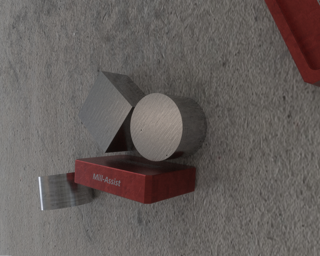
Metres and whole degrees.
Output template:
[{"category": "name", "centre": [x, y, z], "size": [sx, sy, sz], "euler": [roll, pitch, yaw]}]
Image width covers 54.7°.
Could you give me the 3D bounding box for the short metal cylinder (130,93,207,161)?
[{"category": "short metal cylinder", "centre": [0.010, -0.001, 0.381], "size": [0.080, 0.050, 0.079], "euler": [0, 90, 40]}]

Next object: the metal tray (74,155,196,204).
[{"category": "metal tray", "centre": [-0.033, 0.059, 0.389], "size": [0.130, 0.091, 0.030], "euler": [5, 93, 40]}]

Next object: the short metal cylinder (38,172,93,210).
[{"category": "short metal cylinder", "centre": [-0.150, 0.097, 0.493], "size": [0.080, 0.081, 0.050], "euler": [-13, 82, 39]}]

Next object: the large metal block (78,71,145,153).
[{"category": "large metal block", "centre": [-0.062, -0.022, 0.440], "size": [0.080, 0.050, 0.080], "euler": [48, 119, 29]}]

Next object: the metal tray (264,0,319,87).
[{"category": "metal tray", "centre": [0.151, -0.114, 0.276], "size": [0.090, 0.030, 0.129], "euler": [-30, 72, 36]}]
